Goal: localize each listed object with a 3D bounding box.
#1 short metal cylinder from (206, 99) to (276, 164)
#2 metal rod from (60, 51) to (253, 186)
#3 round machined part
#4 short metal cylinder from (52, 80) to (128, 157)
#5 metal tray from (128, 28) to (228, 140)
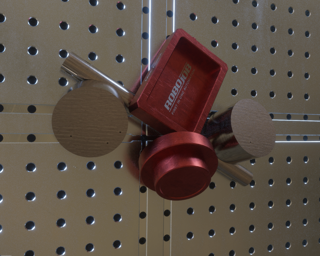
[{"bbox_3d":[0.112,0.006,0.428,0.081,0.050,0.080,11,68,-28],"label":"short metal cylinder"},{"bbox_3d":[0.008,-0.003,0.415,0.301,0.025,0.025,33,79,-17],"label":"metal rod"},{"bbox_3d":[0.025,0.054,0.384,0.099,0.042,0.097,-6,134,-7],"label":"round machined part"},{"bbox_3d":[-0.079,-0.012,0.358,0.081,0.050,0.079,-3,107,-9],"label":"short metal cylinder"},{"bbox_3d":[0.028,-0.054,0.404,0.090,0.030,0.130,34,66,-17],"label":"metal tray"}]
